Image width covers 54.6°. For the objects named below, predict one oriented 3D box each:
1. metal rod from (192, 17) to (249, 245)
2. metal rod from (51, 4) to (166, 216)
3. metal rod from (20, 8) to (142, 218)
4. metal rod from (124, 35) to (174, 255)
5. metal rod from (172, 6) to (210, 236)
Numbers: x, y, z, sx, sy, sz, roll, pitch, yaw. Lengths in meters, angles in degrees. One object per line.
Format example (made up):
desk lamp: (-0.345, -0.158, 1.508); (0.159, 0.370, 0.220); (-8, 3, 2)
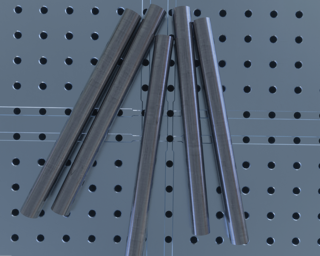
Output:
metal rod: (0.081, 0.004, 0.414); (0.025, 0.025, 0.299); (-10, 90, 0)
metal rod: (-0.068, -0.024, 0.413); (0.025, 0.025, 0.299); (26, 90, 0)
metal rod: (-0.104, -0.019, 0.412); (0.025, 0.025, 0.299); (28, 90, 0)
metal rod: (-0.015, 0.027, 0.413); (0.025, 0.025, 0.298); (8, 90, 0)
metal rod: (0.042, -0.009, 0.414); (0.025, 0.025, 0.298); (-5, 90, 0)
